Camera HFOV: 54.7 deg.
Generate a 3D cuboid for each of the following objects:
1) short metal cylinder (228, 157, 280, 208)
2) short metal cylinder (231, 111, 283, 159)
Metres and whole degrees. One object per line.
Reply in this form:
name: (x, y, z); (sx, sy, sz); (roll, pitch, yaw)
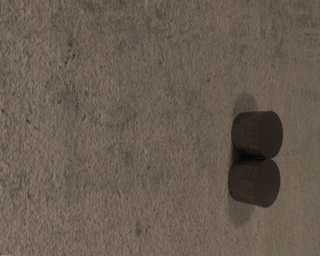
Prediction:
short metal cylinder: (0.161, 0.090, 0.527); (0.081, 0.050, 0.079); (0, 90, -40)
short metal cylinder: (0.168, 0.011, 0.532); (0.081, 0.050, 0.079); (0, 90, -40)
